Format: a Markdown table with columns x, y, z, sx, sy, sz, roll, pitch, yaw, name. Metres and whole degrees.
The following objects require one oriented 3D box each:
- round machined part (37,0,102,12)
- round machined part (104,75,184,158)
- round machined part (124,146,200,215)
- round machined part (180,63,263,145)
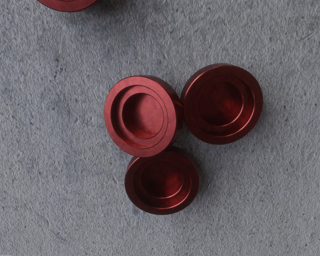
| x | y | z | sx | sy | sz | roll | pitch | yaw | name |
| --- | --- | --- | --- | --- | --- | --- | --- | --- | --- |
| -0.098 | -0.177 | 0.334 | 0.099 | 0.042 | 0.097 | 0 | 110 | 0 | round machined part |
| -0.016 | -0.016 | 0.381 | 0.098 | 0.042 | 0.097 | 5 | 103 | 25 | round machined part |
| 0.003 | 0.066 | 0.425 | 0.099 | 0.042 | 0.097 | 0 | 110 | 0 | round machined part |
| 0.072 | -0.032 | 0.385 | 0.099 | 0.042 | 0.097 | -3 | 109 | -7 | round machined part |
